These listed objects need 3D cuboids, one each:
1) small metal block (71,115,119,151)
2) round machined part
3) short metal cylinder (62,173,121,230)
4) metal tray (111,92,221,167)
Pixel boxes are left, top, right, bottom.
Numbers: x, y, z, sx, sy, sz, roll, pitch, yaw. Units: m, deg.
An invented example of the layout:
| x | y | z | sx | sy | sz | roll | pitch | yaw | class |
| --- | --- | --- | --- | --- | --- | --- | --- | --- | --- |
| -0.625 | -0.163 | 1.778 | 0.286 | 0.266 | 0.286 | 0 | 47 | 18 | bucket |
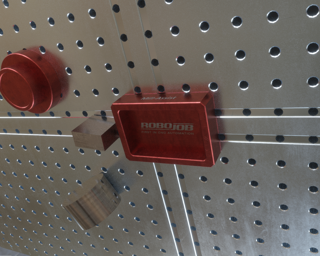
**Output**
| x | y | z | sx | sy | sz | roll | pitch | yaw | class |
| --- | --- | --- | --- | --- | --- | --- | --- | --- | --- |
| -0.089 | 0.006 | 0.446 | 0.050 | 0.050 | 0.025 | 7 | 122 | 24 | small metal block |
| -0.203 | -0.064 | 0.467 | 0.098 | 0.042 | 0.097 | 13 | 124 | 21 | round machined part |
| -0.111 | 0.119 | 0.508 | 0.080 | 0.080 | 0.050 | -26 | 104 | 37 | short metal cylinder |
| 0.007 | 0.002 | 0.405 | 0.130 | 0.030 | 0.089 | 1 | 119 | 27 | metal tray |
